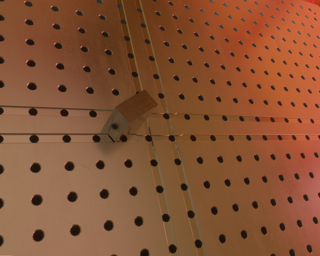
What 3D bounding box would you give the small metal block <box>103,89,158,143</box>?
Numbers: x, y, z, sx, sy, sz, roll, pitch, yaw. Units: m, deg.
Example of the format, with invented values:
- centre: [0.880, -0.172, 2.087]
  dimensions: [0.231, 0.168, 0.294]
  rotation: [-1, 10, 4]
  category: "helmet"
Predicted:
- centre: [-0.037, -0.015, 0.381]
  dimensions: [0.025, 0.050, 0.050]
  rotation: [49, 51, 6]
  category: "small metal block"
